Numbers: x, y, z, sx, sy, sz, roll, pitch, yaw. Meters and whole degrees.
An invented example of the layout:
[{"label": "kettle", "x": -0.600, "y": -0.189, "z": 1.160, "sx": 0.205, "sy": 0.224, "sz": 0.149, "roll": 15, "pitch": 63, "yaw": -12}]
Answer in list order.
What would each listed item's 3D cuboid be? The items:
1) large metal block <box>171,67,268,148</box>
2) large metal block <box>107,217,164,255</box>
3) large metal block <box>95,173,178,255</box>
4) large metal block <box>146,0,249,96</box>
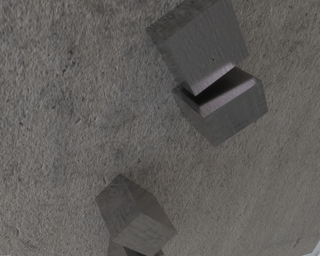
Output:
[{"label": "large metal block", "x": 0.074, "y": -0.034, "z": 0.390, "sx": 0.080, "sy": 0.080, "sz": 0.050, "roll": -33, "pitch": 129, "yaw": -7}, {"label": "large metal block", "x": -0.040, "y": 0.194, "z": 0.469, "sx": 0.050, "sy": 0.080, "sz": 0.079, "roll": -3, "pitch": 120, "yaw": -27}, {"label": "large metal block", "x": -0.034, "y": 0.120, "z": 0.427, "sx": 0.050, "sy": 0.080, "sz": 0.080, "roll": -45, "pitch": 129, "yaw": 3}, {"label": "large metal block", "x": 0.044, "y": -0.098, "z": 0.354, "sx": 0.080, "sy": 0.050, "sz": 0.080, "roll": -38, "pitch": 129, "yaw": -3}]
